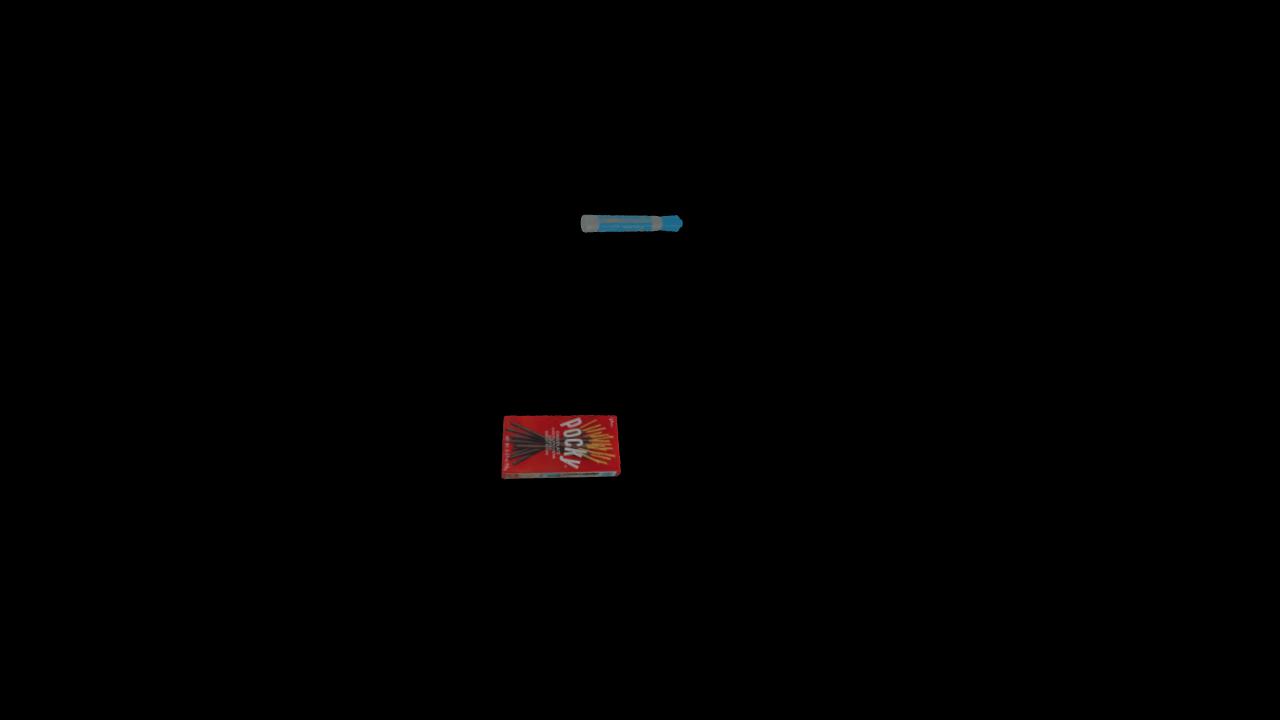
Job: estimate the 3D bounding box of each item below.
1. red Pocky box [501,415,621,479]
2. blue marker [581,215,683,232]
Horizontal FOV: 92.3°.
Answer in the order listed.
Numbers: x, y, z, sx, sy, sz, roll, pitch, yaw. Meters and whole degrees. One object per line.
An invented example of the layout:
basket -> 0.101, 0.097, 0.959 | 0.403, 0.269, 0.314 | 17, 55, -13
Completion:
red Pocky box -> -0.104, 0.114, 0.816 | 0.155, 0.083, 0.028 | 1, -31, -12
blue marker -> -0.007, -0.153, 0.689 | 0.121, 0.020, 0.020 | -6, 3, -25
